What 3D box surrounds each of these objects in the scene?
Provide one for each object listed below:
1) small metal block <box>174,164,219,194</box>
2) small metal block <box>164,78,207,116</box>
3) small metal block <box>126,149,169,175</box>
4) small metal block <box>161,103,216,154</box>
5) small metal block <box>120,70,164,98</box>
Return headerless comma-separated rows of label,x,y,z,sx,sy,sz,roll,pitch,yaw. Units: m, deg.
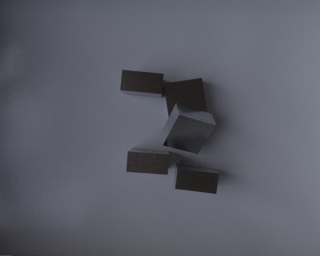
small metal block,0.045,0.064,0.399,0.050,0.050,0.025,7,90,0
small metal block,0.033,-0.036,0.411,0.050,0.025,0.050,-9,90,0
small metal block,-0.015,0.042,0.399,0.050,0.050,0.025,4,90,0
small metal block,0.035,0.002,0.393,0.050,0.025,0.050,15,124,-18
small metal block,-0.022,-0.056,0.399,0.050,0.050,0.025,6,90,0
